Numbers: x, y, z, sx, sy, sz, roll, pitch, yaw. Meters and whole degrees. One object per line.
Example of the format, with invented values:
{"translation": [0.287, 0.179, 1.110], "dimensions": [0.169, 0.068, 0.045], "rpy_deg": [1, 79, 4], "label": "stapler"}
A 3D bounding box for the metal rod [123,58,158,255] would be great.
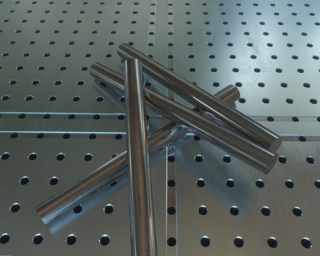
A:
{"translation": [-0.023, 0.041, 0.344], "dimensions": [0.025, 0.025, 0.299], "rpy_deg": [-4, 59, -3], "label": "metal rod"}

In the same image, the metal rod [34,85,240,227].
{"translation": [-0.010, 0.021, 0.389], "dimensions": [0.302, 0.025, 0.025], "rpy_deg": [-32, 57, -24], "label": "metal rod"}

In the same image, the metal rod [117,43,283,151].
{"translation": [0.032, -0.055, 0.426], "dimensions": [0.025, 0.025, 0.300], "rpy_deg": [-32, 49, -24], "label": "metal rod"}

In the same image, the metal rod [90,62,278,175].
{"translation": [0.007, -0.027, 0.401], "dimensions": [0.300, 0.025, 0.025], "rpy_deg": [31, 56, 34], "label": "metal rod"}
